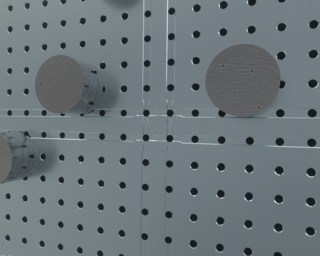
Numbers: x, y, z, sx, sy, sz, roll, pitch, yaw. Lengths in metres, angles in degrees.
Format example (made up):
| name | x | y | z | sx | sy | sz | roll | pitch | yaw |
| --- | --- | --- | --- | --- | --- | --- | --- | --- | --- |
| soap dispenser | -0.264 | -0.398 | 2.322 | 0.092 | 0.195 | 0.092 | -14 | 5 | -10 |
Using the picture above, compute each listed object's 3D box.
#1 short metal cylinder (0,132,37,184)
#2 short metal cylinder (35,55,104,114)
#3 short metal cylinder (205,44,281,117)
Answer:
| name | x | y | z | sx | sy | sz | roll | pitch | yaw |
| --- | --- | --- | --- | --- | --- | --- | --- | --- | --- |
| short metal cylinder | -0.243 | 0.046 | 0.485 | 0.080 | 0.050 | 0.079 | 0 | 90 | 20 |
| short metal cylinder | -0.129 | -0.060 | 0.445 | 0.080 | 0.050 | 0.079 | 0 | 90 | 20 |
| short metal cylinder | 0.098 | -0.053 | 0.364 | 0.080 | 0.050 | 0.079 | 0 | 90 | 20 |
